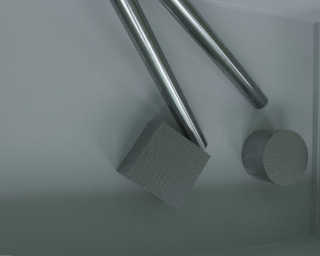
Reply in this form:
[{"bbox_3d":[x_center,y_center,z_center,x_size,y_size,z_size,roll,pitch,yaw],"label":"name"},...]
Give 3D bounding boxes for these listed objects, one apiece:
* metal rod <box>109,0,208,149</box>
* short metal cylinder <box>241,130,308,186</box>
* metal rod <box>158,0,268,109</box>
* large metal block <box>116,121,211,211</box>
[{"bbox_3d":[-0.008,-0.079,0.346,0.025,0.025,0.299,-42,128,-15],"label":"metal rod"},{"bbox_3d":[0.171,0.042,0.462,0.081,0.050,0.079,0,90,-21],"label":"short metal cylinder"},{"bbox_3d":[0.058,-0.106,0.374,0.301,0.025,0.025,35,78,-40],"label":"metal rod"},{"bbox_3d":[0.004,0.046,0.400,0.080,0.050,0.080,36,78,-17],"label":"large metal block"}]
